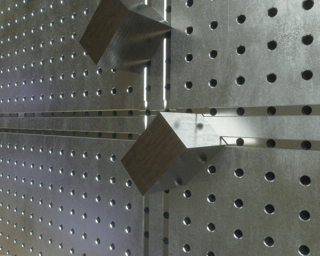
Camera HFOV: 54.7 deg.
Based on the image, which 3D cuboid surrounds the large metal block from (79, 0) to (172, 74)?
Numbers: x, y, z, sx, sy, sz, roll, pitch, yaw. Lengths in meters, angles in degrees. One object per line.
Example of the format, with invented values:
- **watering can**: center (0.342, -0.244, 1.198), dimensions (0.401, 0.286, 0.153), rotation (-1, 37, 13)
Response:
- **large metal block**: center (-0.045, -0.123, 0.409), dimensions (0.080, 0.081, 0.050), rotation (-52, 60, 27)

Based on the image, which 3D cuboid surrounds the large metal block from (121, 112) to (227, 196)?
- **large metal block**: center (0.016, 0.028, 0.359), dimensions (0.080, 0.081, 0.050), rotation (-51, 61, 28)
